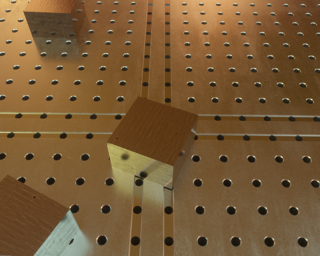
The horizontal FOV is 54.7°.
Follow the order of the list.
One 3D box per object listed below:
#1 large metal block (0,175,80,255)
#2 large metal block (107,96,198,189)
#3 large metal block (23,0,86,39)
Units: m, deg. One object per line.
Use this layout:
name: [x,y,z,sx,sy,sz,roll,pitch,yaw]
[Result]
large metal block: [-0.140,0.105,0.301,0.080,0.050,0.080,23,53,17]
large metal block: [-0.007,0.016,0.378,0.080,0.050,0.080,19,52,14]
large metal block: [-0.187,-0.209,0.564,0.080,0.050,0.080,3,50,2]
